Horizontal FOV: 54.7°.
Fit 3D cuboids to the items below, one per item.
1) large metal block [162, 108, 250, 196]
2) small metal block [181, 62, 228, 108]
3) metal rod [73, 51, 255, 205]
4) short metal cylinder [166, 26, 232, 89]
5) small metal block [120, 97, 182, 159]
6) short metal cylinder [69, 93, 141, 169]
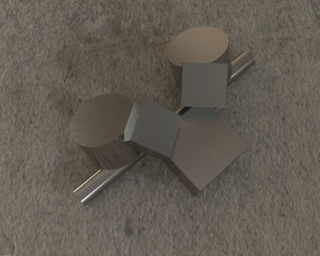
[{"bbox_3d":[0.048,0.026,0.385,0.080,0.050,0.080,-40,75,-13],"label":"large metal block"},{"bbox_3d":[0.050,-0.051,0.362,0.050,0.025,0.050,2,101,0],"label":"small metal block"},{"bbox_3d":[0.015,-0.008,0.412,0.301,0.025,0.025,-39,75,-14],"label":"metal rod"},{"bbox_3d":[0.053,-0.090,0.414,0.080,0.050,0.080,-9,51,12],"label":"short metal cylinder"},{"bbox_3d":[-0.009,0.001,0.343,0.050,0.025,0.050,26,69,-25],"label":"small metal block"},{"bbox_3d":[-0.062,0.004,0.379,0.080,0.050,0.080,-9,51,12],"label":"short metal cylinder"}]
